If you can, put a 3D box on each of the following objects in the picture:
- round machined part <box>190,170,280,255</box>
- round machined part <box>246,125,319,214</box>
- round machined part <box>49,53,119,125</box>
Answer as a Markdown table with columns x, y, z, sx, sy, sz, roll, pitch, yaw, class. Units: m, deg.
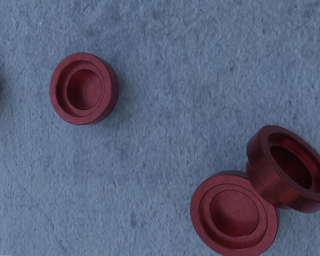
| x | y | z | sx | sy | sz | roll | pitch | yaw | class |
| --- | --- | --- | --- | --- | --- | --- | --- | --- | --- |
| 0.089 | 0.097 | 0.363 | 0.098 | 0.042 | 0.097 | 3 | 98 | 25 | round machined part |
| 0.132 | 0.047 | 0.329 | 0.098 | 0.099 | 0.042 | 46 | 129 | 14 | round machined part |
| -0.101 | -0.053 | 0.434 | 0.098 | 0.042 | 0.097 | 0 | 90 | 19 | round machined part |
